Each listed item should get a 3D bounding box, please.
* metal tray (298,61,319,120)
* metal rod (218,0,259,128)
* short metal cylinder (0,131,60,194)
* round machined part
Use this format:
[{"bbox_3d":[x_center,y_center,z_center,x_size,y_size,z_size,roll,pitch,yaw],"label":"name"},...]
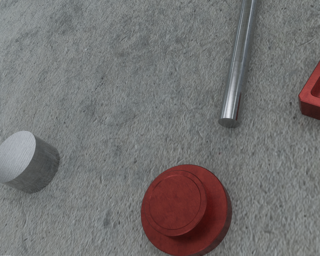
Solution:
[{"bbox_3d":[0.221,-0.036,0.306,0.130,0.030,0.090,27,76,36],"label":"metal tray"},{"bbox_3d":[0.118,-0.137,0.425,0.025,0.025,0.300,1,62,28],"label":"metal rod"},{"bbox_3d":[-0.198,0.051,0.458,0.080,0.050,0.080,-13,56,20],"label":"short metal cylinder"},{"bbox_3d":[0.023,0.083,0.329,0.098,0.042,0.098,-13,56,20],"label":"round machined part"}]
